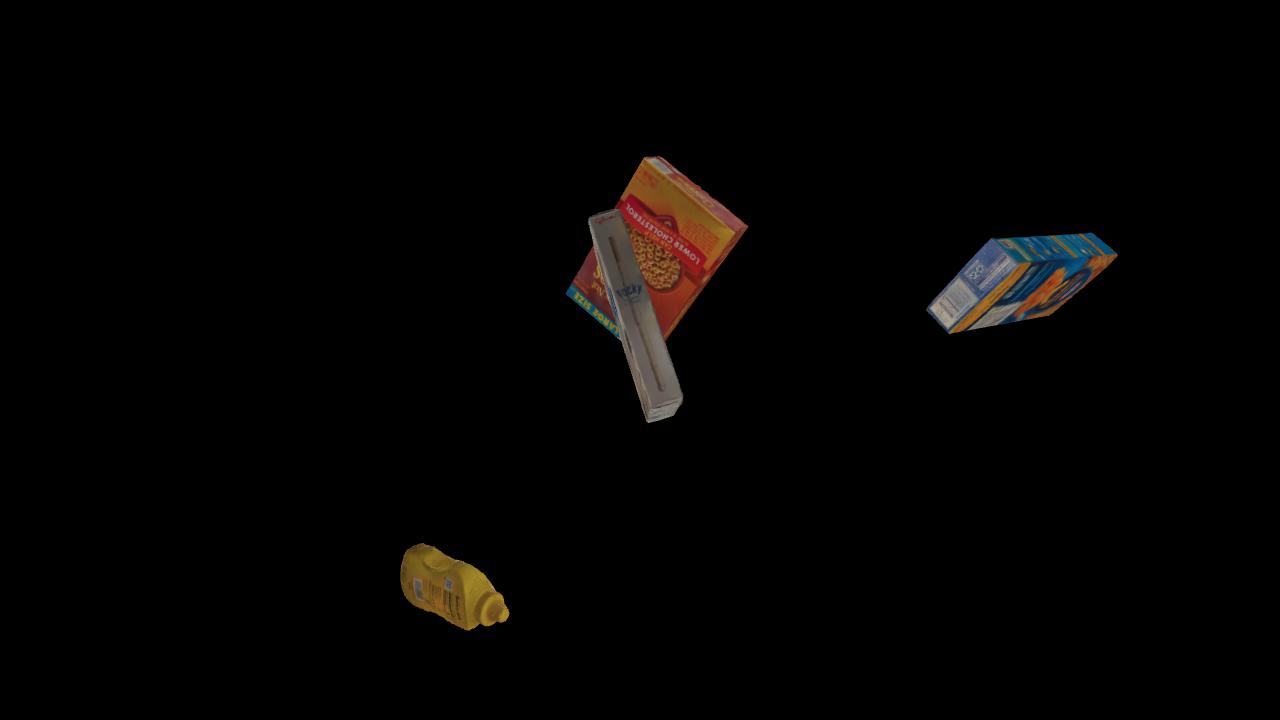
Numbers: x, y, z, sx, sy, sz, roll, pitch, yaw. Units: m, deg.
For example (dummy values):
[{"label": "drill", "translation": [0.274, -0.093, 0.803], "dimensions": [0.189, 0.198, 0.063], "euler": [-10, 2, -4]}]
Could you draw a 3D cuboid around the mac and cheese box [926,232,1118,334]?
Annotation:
[{"label": "mac and cheese box", "translation": [0.375, -0.077, 0.603], "dimensions": [0.184, 0.041, 0.093], "euler": [-9, -36, -30]}]

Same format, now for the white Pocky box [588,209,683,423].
[{"label": "white Pocky box", "translation": [-0.004, -0.031, 0.481], "dimensions": [0.028, 0.154, 0.084], "euler": [-17, -12, -4]}]

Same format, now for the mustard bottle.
[{"label": "mustard bottle", "translation": [-0.246, 0.314, 0.828], "dimensions": [0.184, 0.092, 0.054], "euler": [7, 10, 34]}]

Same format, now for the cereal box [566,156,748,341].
[{"label": "cereal box", "translation": [0.020, -0.173, 1.095], "dimensions": [0.203, 0.306, 0.081], "euler": [42, 32, 9]}]
